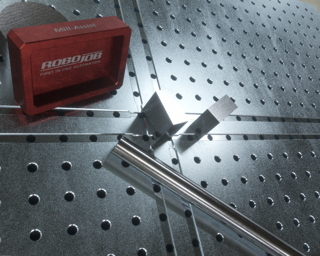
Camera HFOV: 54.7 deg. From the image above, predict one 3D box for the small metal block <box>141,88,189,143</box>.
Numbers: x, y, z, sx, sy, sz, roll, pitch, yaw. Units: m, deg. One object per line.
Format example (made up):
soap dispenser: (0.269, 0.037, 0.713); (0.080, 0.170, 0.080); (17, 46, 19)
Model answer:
small metal block: (0.005, -0.016, 0.406); (0.025, 0.050, 0.050); (-15, 70, -34)

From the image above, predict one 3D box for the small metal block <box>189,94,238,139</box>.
small metal block: (0.077, -0.016, 0.445); (0.025, 0.050, 0.050); (50, 51, 6)

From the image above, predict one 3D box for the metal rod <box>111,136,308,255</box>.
metal rod: (0.073, 0.102, 0.386); (0.301, 0.025, 0.025); (34, 51, -7)

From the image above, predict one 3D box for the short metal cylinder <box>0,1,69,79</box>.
short metal cylinder: (-0.151, -0.105, 0.375); (0.081, 0.050, 0.080); (14, 56, -21)

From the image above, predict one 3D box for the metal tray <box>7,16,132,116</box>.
metal tray: (-0.098, -0.074, 0.356); (0.131, 0.089, 0.030); (-24, 55, -37)
